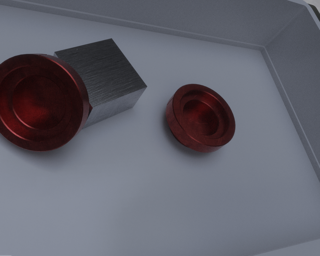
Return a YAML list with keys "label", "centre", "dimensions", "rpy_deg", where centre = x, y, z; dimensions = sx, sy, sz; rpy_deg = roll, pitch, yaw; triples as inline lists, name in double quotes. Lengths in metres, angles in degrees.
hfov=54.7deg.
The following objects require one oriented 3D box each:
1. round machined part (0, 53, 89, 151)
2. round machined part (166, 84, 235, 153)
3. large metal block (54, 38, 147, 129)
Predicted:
- label: "round machined part"
  centre: [-0.122, -0.028, 0.323]
  dimensions: [0.098, 0.098, 0.042]
  rpy_deg: [36, 15, -5]
- label: "round machined part"
  centre: [0.052, -0.010, 0.430]
  dimensions: [0.099, 0.042, 0.098]
  rpy_deg: [14, 56, -21]
- label: "large metal block"
  centre: [-0.077, -0.057, 0.383]
  dimensions: [0.081, 0.050, 0.080]
  rpy_deg: [-28, 77, -38]
